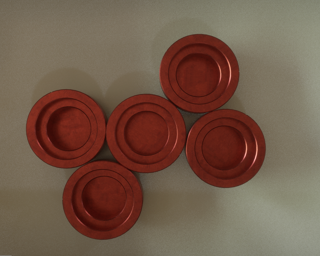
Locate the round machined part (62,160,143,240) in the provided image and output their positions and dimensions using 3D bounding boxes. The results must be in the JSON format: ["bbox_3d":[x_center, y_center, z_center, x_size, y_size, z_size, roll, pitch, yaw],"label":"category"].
[{"bbox_3d":[-0.070,0.088,0.399,0.099,0.042,0.097,0,90,0],"label":"round machined part"}]

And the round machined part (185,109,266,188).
[{"bbox_3d":[0.081,0.025,0.401,0.099,0.042,0.097,0,90,0],"label":"round machined part"}]

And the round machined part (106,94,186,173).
[{"bbox_3d":[-0.017,0.007,0.399,0.099,0.042,0.097,0,90,0],"label":"round machined part"}]

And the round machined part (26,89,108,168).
[{"bbox_3d":[-0.115,0.001,0.400,0.099,0.042,0.097,0,90,0],"label":"round machined part"}]

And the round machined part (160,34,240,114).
[{"bbox_3d":[0.049,-0.067,0.401,0.099,0.042,0.097,0,90,0],"label":"round machined part"}]
